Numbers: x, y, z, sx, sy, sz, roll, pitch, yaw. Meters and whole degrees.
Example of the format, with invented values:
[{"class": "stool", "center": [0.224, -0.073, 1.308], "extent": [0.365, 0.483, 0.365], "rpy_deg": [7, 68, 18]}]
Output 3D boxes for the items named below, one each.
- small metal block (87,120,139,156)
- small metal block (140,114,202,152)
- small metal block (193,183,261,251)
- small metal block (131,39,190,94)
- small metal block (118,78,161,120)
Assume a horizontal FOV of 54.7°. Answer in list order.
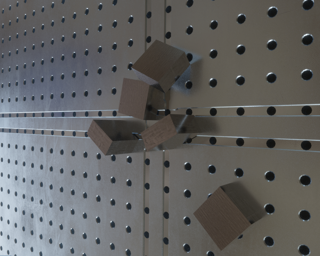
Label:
[{"class": "small metal block", "center": [-0.068, 0.013, 0.447], "extent": [0.050, 0.050, 0.025], "rpy_deg": [43, 116, 31]}, {"class": "small metal block", "center": [0.014, 0.006, 0.380], "extent": [0.050, 0.050, 0.025], "rpy_deg": [-33, 70, 35]}, {"class": "small metal block", "center": [0.074, 0.099, 0.347], "extent": [0.050, 0.025, 0.050], "rpy_deg": [51, 120, 27]}, {"class": "small metal block", "center": [0.001, -0.079, 0.392], "extent": [0.050, 0.025, 0.050], "rpy_deg": [33, 78, 34]}, {"class": "small metal block", "center": [-0.028, -0.040, 0.431], "extent": [0.050, 0.025, 0.050], "rpy_deg": [17, 101, 38]}]
